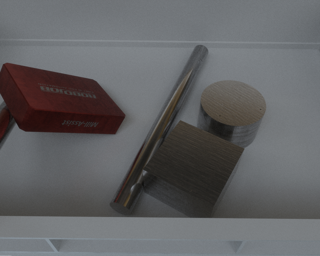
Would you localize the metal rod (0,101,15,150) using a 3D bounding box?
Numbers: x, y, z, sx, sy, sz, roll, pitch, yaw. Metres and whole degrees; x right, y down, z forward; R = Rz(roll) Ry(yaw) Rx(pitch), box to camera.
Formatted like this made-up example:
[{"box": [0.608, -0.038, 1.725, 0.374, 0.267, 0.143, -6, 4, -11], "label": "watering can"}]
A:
[{"box": [-0.167, -0.003, 0.325, 0.025, 0.025, 0.300, -9, 25, -8], "label": "metal rod"}]

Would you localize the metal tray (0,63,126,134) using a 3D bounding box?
[{"box": [-0.117, -0.033, 0.381, 0.131, 0.030, 0.090, 3, 36, -50], "label": "metal tray"}]

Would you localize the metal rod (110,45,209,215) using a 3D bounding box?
[{"box": [0.013, -0.020, 0.421, 0.025, 0.025, 0.301, 17, 52, 13], "label": "metal rod"}]

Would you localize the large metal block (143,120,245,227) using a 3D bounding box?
[{"box": [0.037, 0.049, 0.349, 0.080, 0.050, 0.080, 25, 54, 19], "label": "large metal block"}]

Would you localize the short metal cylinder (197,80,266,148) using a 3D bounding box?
[{"box": [0.091, -0.017, 0.404, 0.081, 0.050, 0.080, 0, 50, 0], "label": "short metal cylinder"}]
